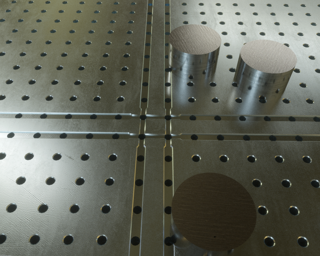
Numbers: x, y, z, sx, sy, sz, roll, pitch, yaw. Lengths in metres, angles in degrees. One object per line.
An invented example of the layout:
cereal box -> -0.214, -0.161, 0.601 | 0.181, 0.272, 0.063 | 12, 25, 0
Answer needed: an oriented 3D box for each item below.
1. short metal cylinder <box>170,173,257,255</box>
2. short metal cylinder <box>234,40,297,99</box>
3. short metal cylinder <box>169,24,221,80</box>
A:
short metal cylinder -> 0.051, 0.093, 0.314 | 0.081, 0.050, 0.080 | 0, 50, 0
short metal cylinder -> 0.157, -0.089, 0.469 | 0.081, 0.050, 0.080 | 0, 50, 0
short metal cylinder -> 0.054, -0.121, 0.494 | 0.081, 0.050, 0.080 | 0, 50, 0
